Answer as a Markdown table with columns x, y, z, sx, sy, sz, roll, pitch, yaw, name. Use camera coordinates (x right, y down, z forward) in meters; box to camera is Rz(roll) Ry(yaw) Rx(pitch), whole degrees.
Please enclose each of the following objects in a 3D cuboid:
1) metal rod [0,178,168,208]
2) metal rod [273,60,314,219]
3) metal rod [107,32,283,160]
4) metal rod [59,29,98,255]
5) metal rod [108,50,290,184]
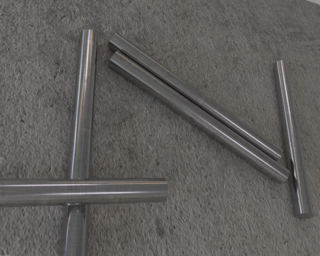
| x | y | z | sx | sy | sz | roll | pitch | yaw | name |
| --- | --- | --- | --- | --- | --- | --- | --- | --- | --- |
| -0.139 | 0.057 | 0.271 | 0.302 | 0.025 | 0.025 | 3 | 60 | -19 | metal rod |
| 0.219 | 0.001 | 0.520 | 0.025 | 0.025 | 0.300 | 19 | 54 | -17 | metal rod |
| 0.055 | -0.042 | 0.458 | 0.301 | 0.025 | 0.025 | 34 | 51 | -6 | metal rod |
| -0.089 | 0.003 | 0.353 | 0.025 | 0.025 | 0.299 | 10 | 57 | -23 | metal rod |
| 0.059 | -0.012 | 0.442 | 0.301 | 0.025 | 0.025 | 34 | 51 | -6 | metal rod |
